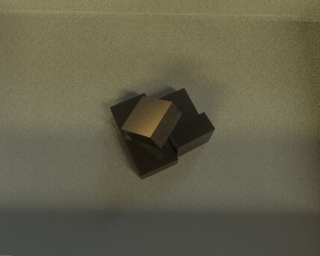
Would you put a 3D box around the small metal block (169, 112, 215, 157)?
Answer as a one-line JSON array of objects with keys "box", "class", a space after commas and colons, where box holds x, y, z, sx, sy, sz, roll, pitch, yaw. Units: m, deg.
[{"box": [0.037, 0.010, 0.391, 0.050, 0.050, 0.025, -27, 73, -10], "class": "small metal block"}]

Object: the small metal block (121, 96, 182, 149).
[{"box": [-0.010, -0.008, 0.371, 0.050, 0.025, 0.050, 15, 66, 42], "class": "small metal block"}]

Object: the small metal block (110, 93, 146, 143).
[{"box": [-0.032, -0.011, 0.412, 0.050, 0.025, 0.050, -24, 72, -9], "class": "small metal block"}]

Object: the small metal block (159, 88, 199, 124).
[{"box": [0.020, -0.019, 0.415, 0.050, 0.025, 0.050, -24, 72, -9], "class": "small metal block"}]

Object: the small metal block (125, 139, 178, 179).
[{"box": [-0.011, 0.031, 0.397, 0.050, 0.025, 0.050, -24, 72, -9], "class": "small metal block"}]
